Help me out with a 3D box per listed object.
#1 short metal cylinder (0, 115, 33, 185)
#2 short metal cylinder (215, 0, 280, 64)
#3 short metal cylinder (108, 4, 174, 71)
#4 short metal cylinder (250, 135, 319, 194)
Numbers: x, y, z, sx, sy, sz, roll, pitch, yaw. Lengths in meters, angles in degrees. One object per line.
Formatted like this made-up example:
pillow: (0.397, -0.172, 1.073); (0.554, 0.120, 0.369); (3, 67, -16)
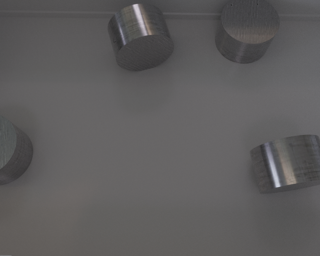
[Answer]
short metal cylinder: (-0.208, 0.027, 0.385); (0.081, 0.050, 0.080); (0, 70, 0)
short metal cylinder: (0.124, -0.141, 0.449); (0.081, 0.050, 0.080); (0, 70, 0)
short metal cylinder: (-0.026, -0.122, 0.425); (0.081, 0.080, 0.050); (-15, 71, -6)
short metal cylinder: (0.152, 0.045, 0.365); (0.081, 0.080, 0.050); (-8, 71, -3)
